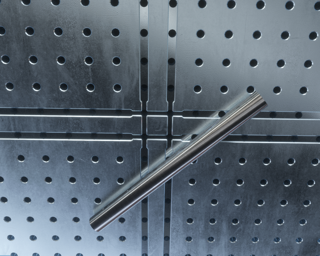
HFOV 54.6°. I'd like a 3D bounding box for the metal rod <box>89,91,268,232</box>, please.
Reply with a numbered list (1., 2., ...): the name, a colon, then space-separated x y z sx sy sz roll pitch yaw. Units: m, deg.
1. metal rod: 0.017 0.053 0.432 0.300 0.025 0.025 -39 106 13
